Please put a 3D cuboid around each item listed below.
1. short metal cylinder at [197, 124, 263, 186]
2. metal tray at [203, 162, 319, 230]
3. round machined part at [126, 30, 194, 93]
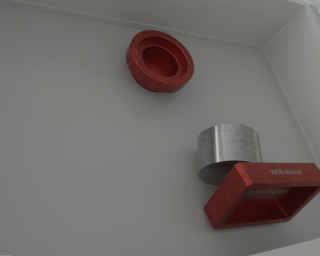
[{"bbox_3d":[0.089,0.037,0.398,0.081,0.080,0.050,16,55,-20],"label":"short metal cylinder"},{"bbox_3d":[0.130,0.083,0.382,0.131,0.089,0.030,4,41,-27],"label":"metal tray"},{"bbox_3d":[-0.003,-0.091,0.450,0.099,0.042,0.098,14,56,-21],"label":"round machined part"}]
